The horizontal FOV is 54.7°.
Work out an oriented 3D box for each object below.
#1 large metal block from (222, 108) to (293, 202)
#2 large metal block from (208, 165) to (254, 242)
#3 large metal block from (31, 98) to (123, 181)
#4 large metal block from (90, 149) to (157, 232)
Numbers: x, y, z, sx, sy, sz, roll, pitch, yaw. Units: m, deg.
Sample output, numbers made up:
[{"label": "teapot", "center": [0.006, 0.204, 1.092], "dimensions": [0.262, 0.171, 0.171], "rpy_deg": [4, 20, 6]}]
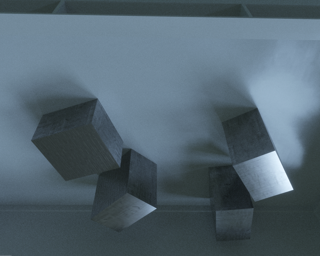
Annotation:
[{"label": "large metal block", "center": [0.126, 0.035, 0.405], "dimensions": [0.050, 0.080, 0.080], "rpy_deg": [-24, 127, 18]}, {"label": "large metal block", "center": [0.105, 0.114, 0.472], "dimensions": [0.050, 0.080, 0.080], "rpy_deg": [-6, 130, 4]}, {"label": "large metal block", "center": [-0.103, 0.017, 0.406], "dimensions": [0.080, 0.050, 0.080], "rpy_deg": [-15, 129, 12]}, {"label": "large metal block", "center": [-0.050, 0.091, 0.450], "dimensions": [0.050, 0.080, 0.080], "rpy_deg": [36, 121, -27]}]
